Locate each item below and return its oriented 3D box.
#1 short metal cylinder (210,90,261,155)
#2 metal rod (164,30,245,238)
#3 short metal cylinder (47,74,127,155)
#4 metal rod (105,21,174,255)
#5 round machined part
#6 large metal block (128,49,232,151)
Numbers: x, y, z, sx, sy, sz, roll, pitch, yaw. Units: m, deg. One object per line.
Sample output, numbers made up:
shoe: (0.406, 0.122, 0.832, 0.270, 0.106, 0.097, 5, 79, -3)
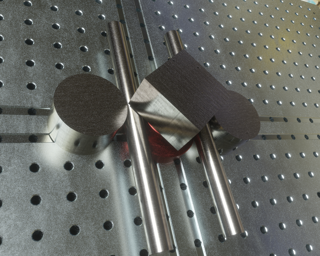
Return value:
short metal cylinder: (0.096, -0.008, 0.448, 0.081, 0.050, 0.080, 14, 56, -21)
metal rod: (0.051, -0.010, 0.415, 0.025, 0.025, 0.299, 0, 62, -28)
short metal cylinder: (-0.084, -0.015, 0.356, 0.081, 0.050, 0.080, 14, 56, -21)
metal rod: (-0.031, -0.009, 0.369, 0.025, 0.025, 0.299, 0, 62, -28)
round machined part: (0.003, -0.007, 0.404, 0.099, 0.042, 0.098, 14, 56, -21)
large metal block: (0.025, -0.035, 0.366, 0.080, 0.050, 0.080, 44, 51, 2)
